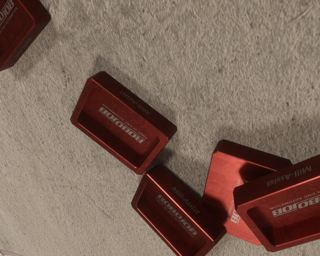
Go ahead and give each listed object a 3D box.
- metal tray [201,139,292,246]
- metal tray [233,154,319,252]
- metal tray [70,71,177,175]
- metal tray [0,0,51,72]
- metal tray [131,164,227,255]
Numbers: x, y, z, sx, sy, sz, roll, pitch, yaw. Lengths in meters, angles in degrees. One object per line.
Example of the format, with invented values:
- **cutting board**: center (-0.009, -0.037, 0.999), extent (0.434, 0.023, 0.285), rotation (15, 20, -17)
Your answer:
- **metal tray**: center (0.105, 0.086, 0.401), extent (0.090, 0.030, 0.129), rotation (18, 125, 17)
- **metal tray**: center (0.159, 0.082, 0.339), extent (0.130, 0.030, 0.090), rotation (-28, 116, 22)
- **metal tray**: center (-0.053, -0.005, 0.426), extent (0.130, 0.030, 0.089), rotation (38, 129, 2)
- **metal tray**: center (-0.218, -0.147, 0.424), extent (0.130, 0.030, 0.090), rotation (-29, 103, 37)
- **metal tray**: center (0.021, 0.126, 0.440), extent (0.130, 0.030, 0.089), rotation (43, 136, 20)
